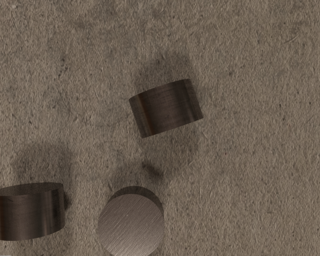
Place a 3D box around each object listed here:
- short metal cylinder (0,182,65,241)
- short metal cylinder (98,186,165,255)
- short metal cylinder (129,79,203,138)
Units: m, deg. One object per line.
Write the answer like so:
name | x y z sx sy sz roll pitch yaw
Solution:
short metal cylinder | -0.160 0.099 0.381 0.081 0.080 0.050 -3 90 -1
short metal cylinder | -0.035 0.119 0.397 0.081 0.050 0.079 0 90 -1
short metal cylinder | 0.008 -0.023 0.383 0.080 0.080 0.050 -19 91 0
